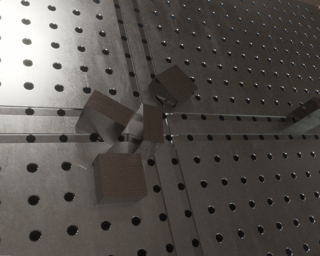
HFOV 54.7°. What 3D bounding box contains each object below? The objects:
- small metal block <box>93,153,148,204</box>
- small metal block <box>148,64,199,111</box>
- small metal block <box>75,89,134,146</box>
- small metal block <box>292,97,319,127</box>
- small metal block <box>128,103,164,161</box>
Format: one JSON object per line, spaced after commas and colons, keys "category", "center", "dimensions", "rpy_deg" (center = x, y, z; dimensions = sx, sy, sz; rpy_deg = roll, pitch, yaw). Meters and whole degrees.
{"category": "small metal block", "center": [-0.046, 0.057, 0.350], "dimensions": [0.050, 0.025, 0.050], "rpy_deg": [2, 61, -27]}
{"category": "small metal block", "center": [0.020, -0.060, 0.457], "dimensions": [0.050, 0.025, 0.050], "rpy_deg": [49, 51, 5]}
{"category": "small metal block", "center": [-0.066, -0.011, 0.364], "dimensions": [0.050, 0.050, 0.025], "rpy_deg": [30, 52, -10]}
{"category": "small metal block", "center": [0.282, -0.028, 0.565], "dimensions": [0.050, 0.050, 0.025], "rpy_deg": [9, 58, -24]}
{"category": "small metal block", "center": [-0.018, 0.006, 0.380], "dimensions": [0.025, 0.050, 0.050], "rpy_deg": [12, 57, -23]}
